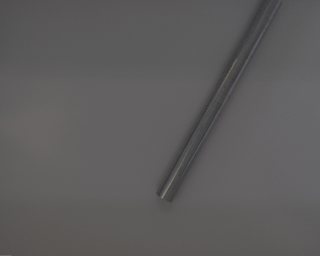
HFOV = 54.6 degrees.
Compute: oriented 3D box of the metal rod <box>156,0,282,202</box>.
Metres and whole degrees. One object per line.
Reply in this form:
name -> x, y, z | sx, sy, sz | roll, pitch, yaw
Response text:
metal rod -> 0.078, -0.039, 0.411 | 0.025, 0.025, 0.299 | 29, 90, 0
